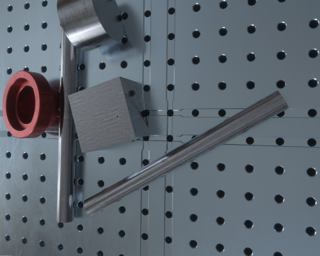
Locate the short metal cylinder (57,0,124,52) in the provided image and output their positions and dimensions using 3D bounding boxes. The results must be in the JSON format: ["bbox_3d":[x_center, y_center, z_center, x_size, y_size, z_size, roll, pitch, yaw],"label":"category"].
[{"bbox_3d":[-0.091,-0.148,0.415,0.050,0.080,0.080,-13,86,20],"label":"short metal cylinder"}]

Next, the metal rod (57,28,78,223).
[{"bbox_3d":[-0.137,-0.012,0.460,0.025,0.025,0.298,2,91,20],"label":"metal rod"}]

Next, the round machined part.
[{"bbox_3d":[-0.188,-0.034,0.461,0.098,0.042,0.097,0,89,36],"label":"round machined part"}]

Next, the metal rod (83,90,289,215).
[{"bbox_3d":[0.021,0.041,0.405,0.300,0.025,0.025,-31,80,17],"label":"metal rod"}]

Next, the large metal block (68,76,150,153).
[{"bbox_3d":[-0.069,-0.016,0.424,0.080,0.050,0.080,-17,85,19],"label":"large metal block"}]
